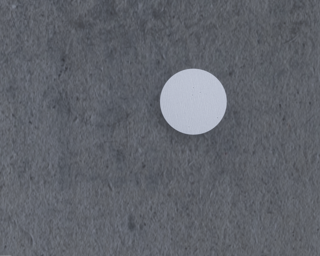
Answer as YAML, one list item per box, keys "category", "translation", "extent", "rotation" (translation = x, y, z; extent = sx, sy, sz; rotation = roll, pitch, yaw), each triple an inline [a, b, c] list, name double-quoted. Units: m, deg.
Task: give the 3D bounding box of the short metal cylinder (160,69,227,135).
- category: "short metal cylinder"
  translation: [0.040, -0.032, 0.398]
  extent: [0.081, 0.050, 0.079]
  rotation: [0, 90, -1]
